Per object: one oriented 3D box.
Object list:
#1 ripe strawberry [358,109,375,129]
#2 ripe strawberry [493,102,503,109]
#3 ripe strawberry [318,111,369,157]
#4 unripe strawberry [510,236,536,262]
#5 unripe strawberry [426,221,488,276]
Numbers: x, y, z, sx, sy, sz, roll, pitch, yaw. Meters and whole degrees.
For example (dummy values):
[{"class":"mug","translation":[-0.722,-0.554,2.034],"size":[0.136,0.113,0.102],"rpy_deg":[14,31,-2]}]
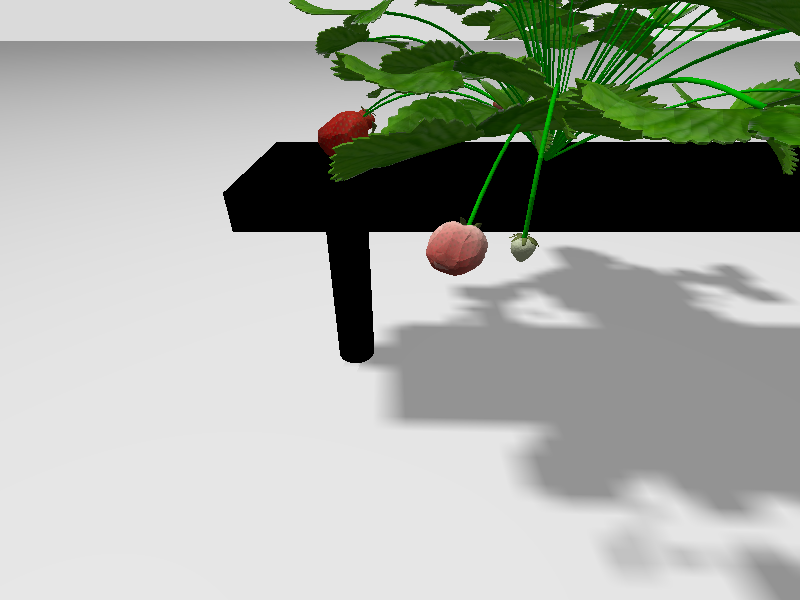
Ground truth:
[{"class":"ripe strawberry","translation":[-0.037,-0.193,0.431],"size":[0.019,0.021,0.020],"rpy_deg":[-39,-14,-42]},{"class":"ripe strawberry","translation":[0.133,-0.259,0.529],"size":[0.021,0.018,0.021],"rpy_deg":[1,0,2]},{"class":"ripe strawberry","translation":[-0.046,-0.131,0.326],"size":[0.043,0.042,0.040],"rpy_deg":[-2,34,-2]},{"class":"unripe strawberry","translation":[0.055,-0.023,0.179],"size":[0.011,0.012,0.011],"rpy_deg":[12,36,17]},{"class":"unripe strawberry","translation":[0.024,-0.021,0.177],"size":[0.027,0.024,0.025],"rpy_deg":[17,48,23]}]
